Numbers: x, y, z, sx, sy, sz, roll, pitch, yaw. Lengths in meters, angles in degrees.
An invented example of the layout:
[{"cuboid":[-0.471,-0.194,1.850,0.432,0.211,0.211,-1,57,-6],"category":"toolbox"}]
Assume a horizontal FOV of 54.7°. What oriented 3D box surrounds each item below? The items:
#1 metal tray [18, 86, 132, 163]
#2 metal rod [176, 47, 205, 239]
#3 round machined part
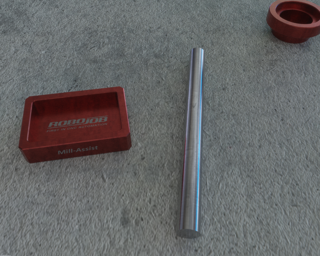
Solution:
[{"cuboid":[-0.107,-0.007,0.404,0.131,0.030,0.090,-7,50,-7],"category":"metal tray"},{"cuboid":[0.045,-0.007,0.409,0.025,0.025,0.300,5,50,4],"category":"metal rod"},{"cuboid":[0.240,-0.188,0.553,0.099,0.042,0.098,0,50,0],"category":"round machined part"}]
